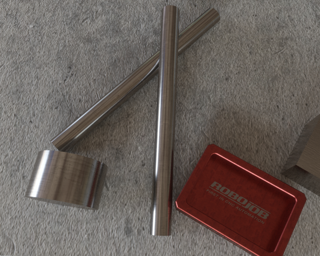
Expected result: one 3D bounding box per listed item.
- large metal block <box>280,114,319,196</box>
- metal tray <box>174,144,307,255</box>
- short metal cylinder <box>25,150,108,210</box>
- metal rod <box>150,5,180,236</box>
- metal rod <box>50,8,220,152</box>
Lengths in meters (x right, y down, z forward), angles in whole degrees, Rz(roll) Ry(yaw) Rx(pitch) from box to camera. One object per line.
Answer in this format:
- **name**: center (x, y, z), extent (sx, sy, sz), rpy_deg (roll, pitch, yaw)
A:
- **large metal block**: center (0.212, 0.040, 0.383), extent (0.080, 0.050, 0.080), rpy_deg (31, 73, 10)
- **metal tray**: center (0.095, 0.089, 0.373), extent (0.130, 0.030, 0.090), rpy_deg (29, 72, 10)
- **short metal cylinder**: center (-0.105, 0.062, 0.355), extent (0.080, 0.080, 0.050), rpy_deg (9, 71, 3)
- **metal rod**: center (0.008, -0.020, 0.398), extent (0.025, 0.025, 0.299), rpy_deg (3, 76, 1)
- **metal rod**: center (-0.025, -0.073, 0.434), extent (0.301, 0.025, 0.025), rpy_deg (-43, 76, -14)
